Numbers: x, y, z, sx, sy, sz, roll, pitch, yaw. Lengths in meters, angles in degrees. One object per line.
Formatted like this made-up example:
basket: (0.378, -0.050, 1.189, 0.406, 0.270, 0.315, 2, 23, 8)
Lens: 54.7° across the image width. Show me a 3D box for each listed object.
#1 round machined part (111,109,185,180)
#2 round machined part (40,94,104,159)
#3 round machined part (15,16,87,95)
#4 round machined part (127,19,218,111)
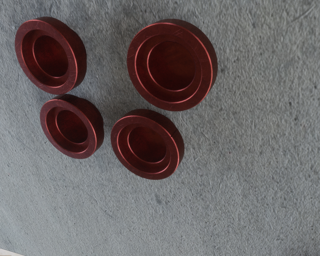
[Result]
round machined part: (-0.013, 0.018, 0.413, 0.098, 0.042, 0.097, 13, 124, 21)
round machined part: (-0.123, -0.006, 0.457, 0.098, 0.042, 0.097, 13, 124, 21)
round machined part: (-0.137, -0.097, 0.408, 0.098, 0.042, 0.097, 13, 124, 21)
round machined part: (0.016, -0.071, 0.343, 0.098, 0.042, 0.097, 13, 124, 21)
